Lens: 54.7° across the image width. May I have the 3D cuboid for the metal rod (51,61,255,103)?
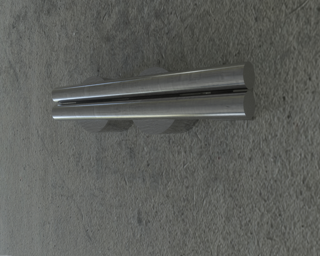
[{"bbox_3d":[-0.036,-0.048,0.370,0.300,0.025,0.025,1,91,40],"label":"metal rod"}]

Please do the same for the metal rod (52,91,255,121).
[{"bbox_3d":[-0.036,-0.022,0.370,0.300,0.025,0.025,1,91,40],"label":"metal rod"}]

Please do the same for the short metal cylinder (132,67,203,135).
[{"bbox_3d":[0.007,-0.032,0.385,0.080,0.050,0.080,0,90,40],"label":"short metal cylinder"}]

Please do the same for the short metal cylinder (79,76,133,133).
[{"bbox_3d":[-0.078,-0.033,0.454,0.080,0.050,0.080,0,90,40],"label":"short metal cylinder"}]

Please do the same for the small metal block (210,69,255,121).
[{"bbox_3d":[0.077,-0.033,0.328,0.025,0.050,0.050,-2,88,40],"label":"small metal block"}]
